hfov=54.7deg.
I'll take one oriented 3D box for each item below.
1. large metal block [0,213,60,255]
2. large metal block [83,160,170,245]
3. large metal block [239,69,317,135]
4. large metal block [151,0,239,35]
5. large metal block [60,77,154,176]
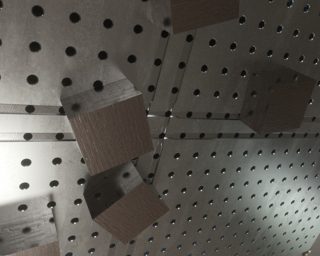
[{"bbox_3d":[-0.175,0.167,0.403,0.081,0.050,0.079,-9,123,-24],"label":"large metal block"},{"bbox_3d":[-0.046,0.105,0.436,0.080,0.050,0.080,-37,130,-4],"label":"large metal block"},{"bbox_3d":[0.176,-0.041,0.468,0.081,0.050,0.079,-8,122,-25],"label":"large metal block"},{"bbox_3d":[0.035,-0.151,0.322,0.081,0.050,0.079,-20,126,-17],"label":"large metal block"},{"bbox_3d":[-0.060,-0.002,0.362,0.081,0.050,0.080,-22,127,-16],"label":"large metal block"}]
